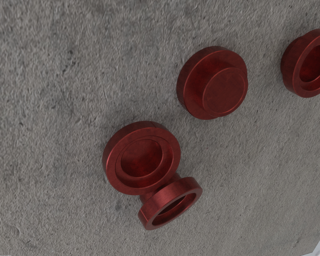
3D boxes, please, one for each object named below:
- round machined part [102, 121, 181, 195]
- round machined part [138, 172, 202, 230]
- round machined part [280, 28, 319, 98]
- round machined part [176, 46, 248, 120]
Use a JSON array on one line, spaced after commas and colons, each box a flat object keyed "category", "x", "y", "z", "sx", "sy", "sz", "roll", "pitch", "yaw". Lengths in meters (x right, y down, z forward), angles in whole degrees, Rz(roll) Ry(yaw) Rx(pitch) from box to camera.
[{"category": "round machined part", "x": -0.026, "y": 0.034, "z": 0.399, "sx": 0.099, "sy": 0.042, "sz": 0.097, "roll": -11, "pitch": 119, "yaw": -20}, {"category": "round machined part", "x": 0.010, "y": 0.101, "z": 0.449, "sx": 0.099, "sy": 0.042, "sz": 0.098, "roll": -28, "pitch": 151, "yaw": -17}, {"category": "round machined part", "x": 0.218, "y": -0.097, "z": 0.455, "sx": 0.099, "sy": 0.042, "sz": 0.097, "roll": -14, "pitch": 124, "yaw": -21}, {"category": "round machined part", "x": 0.074, "y": -0.053, "z": 0.403, "sx": 0.099, "sy": 0.042, "sz": 0.097, "roll": -14, "pitch": 124, "yaw": -21}]
